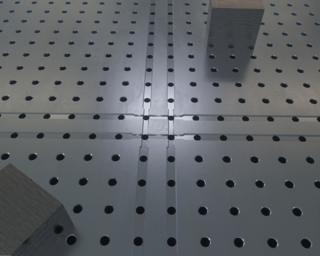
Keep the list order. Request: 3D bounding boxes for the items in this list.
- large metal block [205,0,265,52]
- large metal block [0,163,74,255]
[{"bbox_3d":[0.122,-0.177,0.522,0.080,0.080,0.050,2,50,2],"label":"large metal block"},{"bbox_3d":[-0.150,0.095,0.311,0.080,0.050,0.080,29,56,22],"label":"large metal block"}]
